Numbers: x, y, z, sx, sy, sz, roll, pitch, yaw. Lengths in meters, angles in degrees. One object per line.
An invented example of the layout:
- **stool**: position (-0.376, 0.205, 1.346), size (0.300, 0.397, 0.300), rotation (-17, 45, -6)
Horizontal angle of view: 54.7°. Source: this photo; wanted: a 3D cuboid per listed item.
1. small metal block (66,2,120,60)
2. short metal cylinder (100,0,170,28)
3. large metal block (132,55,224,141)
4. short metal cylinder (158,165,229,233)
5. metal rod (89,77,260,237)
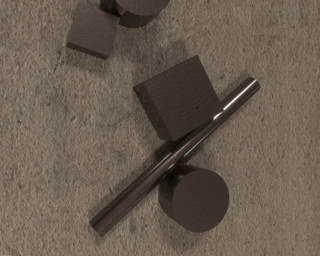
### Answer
- **small metal block**: position (-0.082, -0.117, 0.379), size (0.050, 0.025, 0.050), rotation (16, 85, -20)
- **short metal cylinder**: position (-0.031, -0.171, 0.385), size (0.081, 0.050, 0.079), rotation (0, 90, -21)
- **large metal block**: position (0.023, -0.038, 0.405), size (0.080, 0.050, 0.080), rotation (-31, 100, -18)
- **short metal cylinder**: position (0.044, 0.092, 0.413), size (0.081, 0.050, 0.079), rotation (0, 90, -21)
- **metal rod**: position (0.030, 0.029, 0.421), size (0.301, 0.025, 0.025), rotation (-41, 104, -16)
